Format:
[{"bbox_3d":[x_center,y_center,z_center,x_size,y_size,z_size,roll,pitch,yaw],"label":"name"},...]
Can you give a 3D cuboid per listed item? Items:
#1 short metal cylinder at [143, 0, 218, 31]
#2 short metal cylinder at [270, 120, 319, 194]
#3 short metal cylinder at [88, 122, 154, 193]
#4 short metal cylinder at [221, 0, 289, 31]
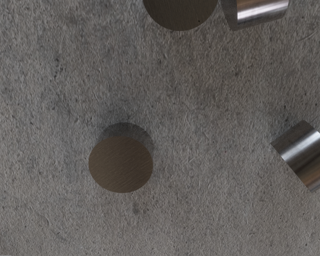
[{"bbox_3d":[0.021,-0.150,0.341,0.081,0.050,0.079,0,110,0],"label":"short metal cylinder"},{"bbox_3d":[0.187,0.036,0.395,0.050,0.080,0.080,-39,106,13],"label":"short metal cylinder"},{"bbox_3d":[-0.049,0.038,0.410,0.081,0.050,0.079,0,110,0],"label":"short metal cylinder"},{"bbox_3d":[0.095,-0.149,0.326,0.050,0.080,0.080,-14,110,5],"label":"short metal cylinder"}]
